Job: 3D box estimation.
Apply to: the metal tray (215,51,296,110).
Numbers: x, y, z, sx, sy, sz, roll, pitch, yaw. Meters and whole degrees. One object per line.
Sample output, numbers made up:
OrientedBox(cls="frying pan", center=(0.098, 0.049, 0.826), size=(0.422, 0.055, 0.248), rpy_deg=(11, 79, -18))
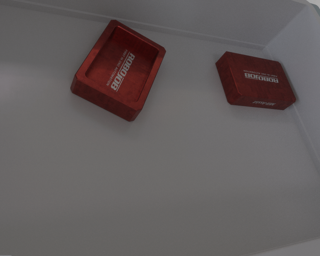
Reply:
OrientedBox(cls="metal tray", center=(0.168, -0.081, 0.542), size=(0.131, 0.030, 0.090), rpy_deg=(3, 60, -27))

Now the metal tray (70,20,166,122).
OrientedBox(cls="metal tray", center=(-0.052, -0.082, 0.423), size=(0.090, 0.030, 0.130), rpy_deg=(28, 52, -11))

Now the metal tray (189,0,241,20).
OrientedBox(cls="metal tray", center=(0.127, -0.248, 0.582), size=(0.131, 0.090, 0.030), rpy_deg=(-35, 104, -38))
